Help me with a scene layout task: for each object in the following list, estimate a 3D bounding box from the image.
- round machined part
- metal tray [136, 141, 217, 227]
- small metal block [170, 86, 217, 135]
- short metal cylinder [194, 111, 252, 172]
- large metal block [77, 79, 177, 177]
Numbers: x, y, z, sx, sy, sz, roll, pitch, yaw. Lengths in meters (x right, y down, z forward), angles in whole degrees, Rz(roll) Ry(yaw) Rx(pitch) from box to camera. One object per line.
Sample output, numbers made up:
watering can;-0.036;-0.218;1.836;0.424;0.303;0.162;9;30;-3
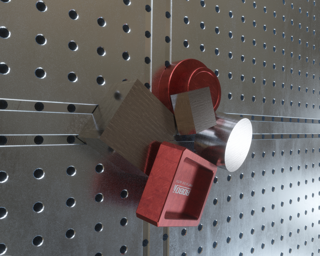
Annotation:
round machined part;0.049;-0.050;0.439;0.099;0.042;0.097;0;90;-40
metal tray;0.028;0.076;0.392;0.130;0.030;0.090;32;76;-59
small metal block;0.043;-0.022;0.385;0.050;0.025;0.050;-20;100;-49
short metal cylinder;0.094;0.019;0.457;0.081;0.050;0.079;-23;121;-45
large metal block;-0.034;0.001;0.364;0.080;0.050;0.080;43;64;-32
